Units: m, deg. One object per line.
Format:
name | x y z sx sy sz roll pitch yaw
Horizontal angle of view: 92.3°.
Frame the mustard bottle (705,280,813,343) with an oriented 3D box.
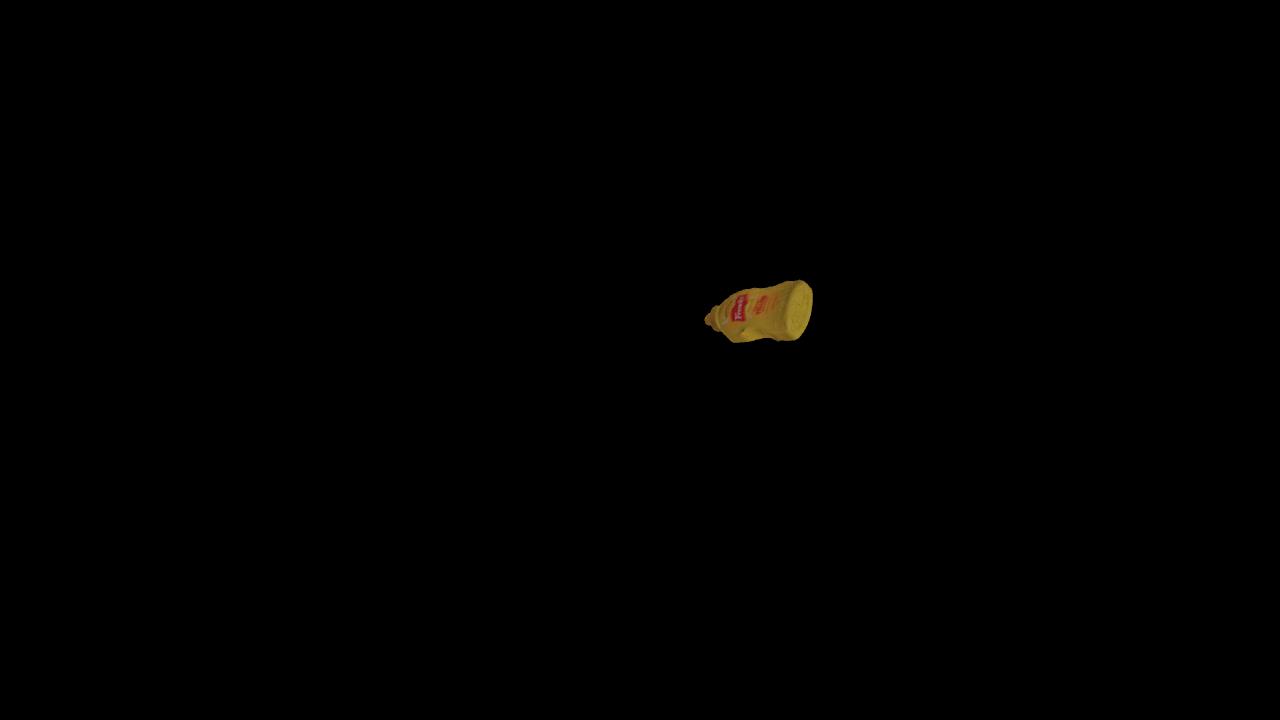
mustard bottle | 0.169 -0.068 0.939 0.054 0.092 0.184 28 -19 -36
